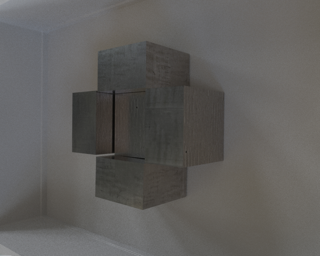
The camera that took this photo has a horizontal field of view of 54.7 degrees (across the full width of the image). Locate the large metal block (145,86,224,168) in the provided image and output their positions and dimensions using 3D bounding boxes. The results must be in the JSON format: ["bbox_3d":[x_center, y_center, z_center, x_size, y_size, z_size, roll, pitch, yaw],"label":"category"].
[{"bbox_3d":[0.029,-0.002,0.346,0.050,0.081,0.080,1,91,40],"label":"large metal block"}]

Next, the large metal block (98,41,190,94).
[{"bbox_3d":[-0.020,-0.069,0.385,0.080,0.081,0.050,1,91,40],"label":"large metal block"}]

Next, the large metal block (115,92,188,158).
[{"bbox_3d":[-0.012,-0.004,0.397,0.080,0.050,0.080,1,91,40],"label":"large metal block"}]

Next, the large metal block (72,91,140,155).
[{"bbox_3d":[-0.072,-0.007,0.430,0.050,0.081,0.080,1,91,40],"label":"large metal block"}]

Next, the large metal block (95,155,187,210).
[{"bbox_3d":[-0.023,0.061,0.388,0.080,0.081,0.050,3,92,40],"label":"large metal block"}]
